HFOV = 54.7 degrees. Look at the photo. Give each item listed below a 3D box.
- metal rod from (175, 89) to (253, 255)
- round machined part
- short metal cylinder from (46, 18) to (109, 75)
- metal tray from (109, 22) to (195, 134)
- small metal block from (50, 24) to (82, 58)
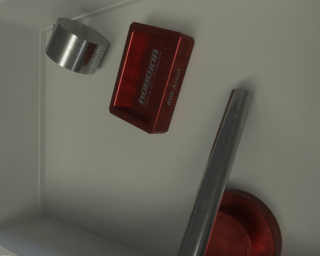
[{"bbox_3d":[0.035,0.094,0.284,0.025,0.025,0.300,5,63,39],"label":"metal rod"},{"bbox_3d":[0.075,0.119,0.333,0.098,0.042,0.097,0,90,39],"label":"round machined part"},{"bbox_3d":[-0.125,-0.125,0.472,0.080,0.081,0.050,46,117,30],"label":"short metal cylinder"},{"bbox_3d":[-0.015,-0.067,0.413,0.090,0.030,0.129,26,106,36],"label":"metal tray"},{"bbox_3d":[-0.164,-0.151,0.539,0.050,0.025,0.050,18,101,38],"label":"small metal block"}]
